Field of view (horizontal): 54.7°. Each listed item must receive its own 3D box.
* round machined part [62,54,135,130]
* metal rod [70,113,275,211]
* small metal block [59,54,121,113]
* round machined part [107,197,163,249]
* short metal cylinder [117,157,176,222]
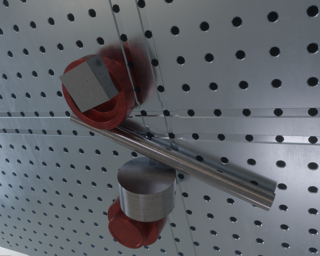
[{"bbox_3d":[-0.076,-0.050,0.410,0.098,0.042,0.097,13,124,21],"label":"round machined part"},{"bbox_3d":[0.007,0.038,0.430,0.301,0.025,0.025,23,127,14],"label":"metal rod"},{"bbox_3d":[-0.083,-0.052,0.369,0.050,0.025,0.050,-19,109,35],"label":"small metal block"},{"bbox_3d":[-0.049,0.166,0.529,0.098,0.042,0.097,13,124,21],"label":"round machined part"},{"bbox_3d":[-0.018,0.084,0.437,0.080,0.080,0.050,13,124,21],"label":"short metal cylinder"}]
